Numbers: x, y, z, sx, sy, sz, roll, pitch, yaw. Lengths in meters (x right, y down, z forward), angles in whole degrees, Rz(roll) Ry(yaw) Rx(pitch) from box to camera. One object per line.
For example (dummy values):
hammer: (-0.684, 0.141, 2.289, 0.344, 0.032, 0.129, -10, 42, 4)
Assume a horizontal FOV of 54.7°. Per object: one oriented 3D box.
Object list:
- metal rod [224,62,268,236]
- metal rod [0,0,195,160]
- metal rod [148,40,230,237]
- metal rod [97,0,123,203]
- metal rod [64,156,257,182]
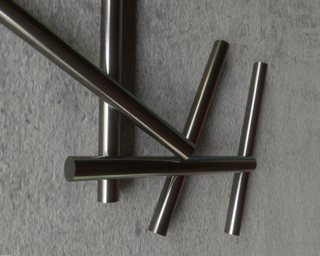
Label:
metal rod: (0.150, 0.029, 0.533, 0.025, 0.025, 0.299, 21, 77, -38)
metal rod: (-0.073, -0.055, 0.318, 0.301, 0.025, 0.025, 38, 66, -25)
metal rod: (0.047, 0.003, 0.446, 0.025, 0.025, 0.299, 33, 69, -36)
metal rod: (-0.057, -0.066, 0.358, 0.025, 0.025, 0.298, 2, 89, -40)
metal rod: (0.028, 0.048, 0.396, 0.302, 0.025, 0.025, 4, 87, -40)
